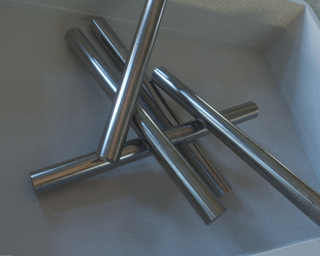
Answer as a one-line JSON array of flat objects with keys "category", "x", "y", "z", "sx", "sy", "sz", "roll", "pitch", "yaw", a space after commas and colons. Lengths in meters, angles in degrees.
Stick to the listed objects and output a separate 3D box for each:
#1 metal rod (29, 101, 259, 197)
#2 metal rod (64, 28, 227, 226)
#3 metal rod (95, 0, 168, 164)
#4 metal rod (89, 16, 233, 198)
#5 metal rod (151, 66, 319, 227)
[{"category": "metal rod", "x": 0.003, "y": 0.015, "z": 0.374, "sx": 0.302, "sy": 0.025, "sz": 0.025, "roll": -18, "pitch": 71, "yaw": -27}, {"category": "metal rod", "x": -0.032, "y": -0.020, "z": 0.358, "sx": 0.025, "sy": 0.025, "sz": 0.300, "roll": -20, "pitch": 59, "yaw": -36}, {"category": "metal rod", "x": -0.017, "y": -0.105, "z": 0.360, "sx": 0.025, "sy": 0.025, "sz": 0.299, "roll": 20, "pitch": 72, "yaw": -17}, {"category": "metal rod", "x": -0.004, "y": -0.034, "z": 0.426, "sx": 0.025, "sy": 0.025, "sz": 0.299, "roll": -29, "pitch": 78, "yaw": -38}, {"category": "metal rod", "x": 0.091, "y": 0.017, "z": 0.353, "sx": 0.025, "sy": 0.025, "sz": 0.300, "roll": -21, "pitch": 53, "yaw": -36}]
